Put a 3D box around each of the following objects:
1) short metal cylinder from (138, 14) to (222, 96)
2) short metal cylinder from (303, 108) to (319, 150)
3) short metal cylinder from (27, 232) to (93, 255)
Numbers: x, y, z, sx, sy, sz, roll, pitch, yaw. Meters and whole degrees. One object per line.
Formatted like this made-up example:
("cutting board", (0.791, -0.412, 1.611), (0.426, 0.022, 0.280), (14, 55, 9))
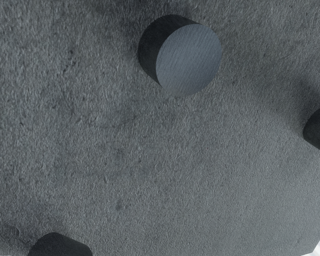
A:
("short metal cylinder", (0.022, -0.082, 0.351), (0.081, 0.050, 0.079), (-14, 124, -21))
("short metal cylinder", (0.311, 0.005, 0.563), (0.081, 0.050, 0.079), (-14, 124, -21))
("short metal cylinder", (-0.137, 0.187, 0.412), (0.080, 0.080, 0.050), (-44, 129, 2))
